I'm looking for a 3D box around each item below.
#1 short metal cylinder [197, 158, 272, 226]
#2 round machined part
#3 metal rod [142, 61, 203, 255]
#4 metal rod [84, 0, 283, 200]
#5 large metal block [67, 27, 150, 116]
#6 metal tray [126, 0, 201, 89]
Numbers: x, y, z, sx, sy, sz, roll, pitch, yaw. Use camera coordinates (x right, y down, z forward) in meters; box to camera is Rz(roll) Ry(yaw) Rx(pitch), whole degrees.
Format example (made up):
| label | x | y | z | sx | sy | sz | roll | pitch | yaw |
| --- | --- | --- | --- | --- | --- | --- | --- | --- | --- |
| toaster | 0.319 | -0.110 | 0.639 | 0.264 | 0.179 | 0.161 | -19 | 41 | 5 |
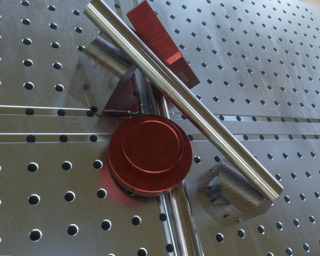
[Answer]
| label | x | y | z | sx | sy | sz | roll | pitch | yaw |
| --- | --- | --- | --- | --- | --- | --- | --- | --- | --- |
| short metal cylinder | 0.096 | 0.079 | 0.398 | 0.081 | 0.050 | 0.080 | 14 | 56 | -21 |
| round machined part | -0.010 | 0.026 | 0.357 | 0.099 | 0.042 | 0.098 | 4 | 62 | -7 |
| metal rod | 0.006 | 0.012 | 0.406 | 0.025 | 0.025 | 0.299 | 2 | 61 | -28 |
| metal rod | 0.032 | -0.027 | 0.353 | 0.300 | 0.025 | 0.025 | 45 | 50 | -8 |
| large metal block | -0.064 | -0.075 | 0.386 | 0.050 | 0.080 | 0.080 | 36 | 51 | -5 |
| metal tray | 0.010 | -0.105 | 0.426 | 0.090 | 0.030 | 0.130 | 60 | 11 | 15 |
